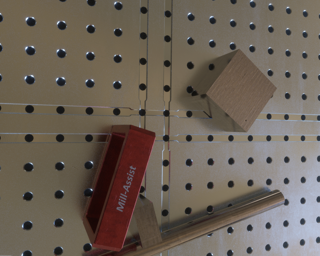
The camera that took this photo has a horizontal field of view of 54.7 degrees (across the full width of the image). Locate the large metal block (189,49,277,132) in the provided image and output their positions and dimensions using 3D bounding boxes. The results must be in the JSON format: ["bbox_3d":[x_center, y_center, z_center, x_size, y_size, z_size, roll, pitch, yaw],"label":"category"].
[{"bbox_3d":[0.103,-0.050,0.439,0.080,0.050,0.080,41,77,-16],"label":"large metal block"}]

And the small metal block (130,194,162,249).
[{"bbox_3d":[-0.023,0.116,0.392,0.025,0.050,0.050,-16,96,-20],"label":"small metal block"}]

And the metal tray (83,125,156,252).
[{"bbox_3d":[-0.050,0.062,0.360,0.030,0.090,0.129,19,84,-20],"label":"metal tray"}]

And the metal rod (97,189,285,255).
[{"bbox_3d":[0.047,0.142,0.431,0.302,0.025,0.025,-14,95,-20],"label":"metal rod"}]
